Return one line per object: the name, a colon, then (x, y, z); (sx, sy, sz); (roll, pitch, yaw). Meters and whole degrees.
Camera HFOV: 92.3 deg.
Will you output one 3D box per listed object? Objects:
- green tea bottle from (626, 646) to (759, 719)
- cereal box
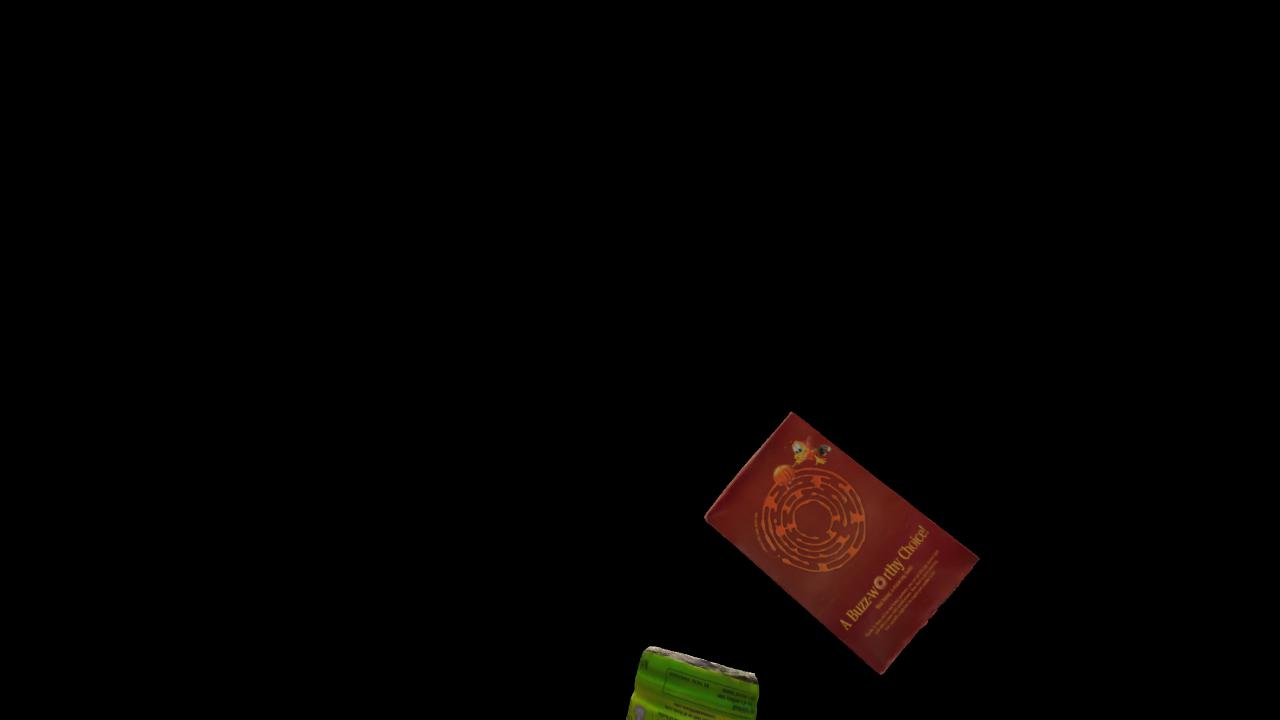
green tea bottle: (0.009, 0.264, 0.310); (0.073, 0.212, 0.073); (14, -25, 7)
cereal box: (0.270, 0.244, 0.863); (0.306, 0.203, 0.081); (39, 1, 18)
